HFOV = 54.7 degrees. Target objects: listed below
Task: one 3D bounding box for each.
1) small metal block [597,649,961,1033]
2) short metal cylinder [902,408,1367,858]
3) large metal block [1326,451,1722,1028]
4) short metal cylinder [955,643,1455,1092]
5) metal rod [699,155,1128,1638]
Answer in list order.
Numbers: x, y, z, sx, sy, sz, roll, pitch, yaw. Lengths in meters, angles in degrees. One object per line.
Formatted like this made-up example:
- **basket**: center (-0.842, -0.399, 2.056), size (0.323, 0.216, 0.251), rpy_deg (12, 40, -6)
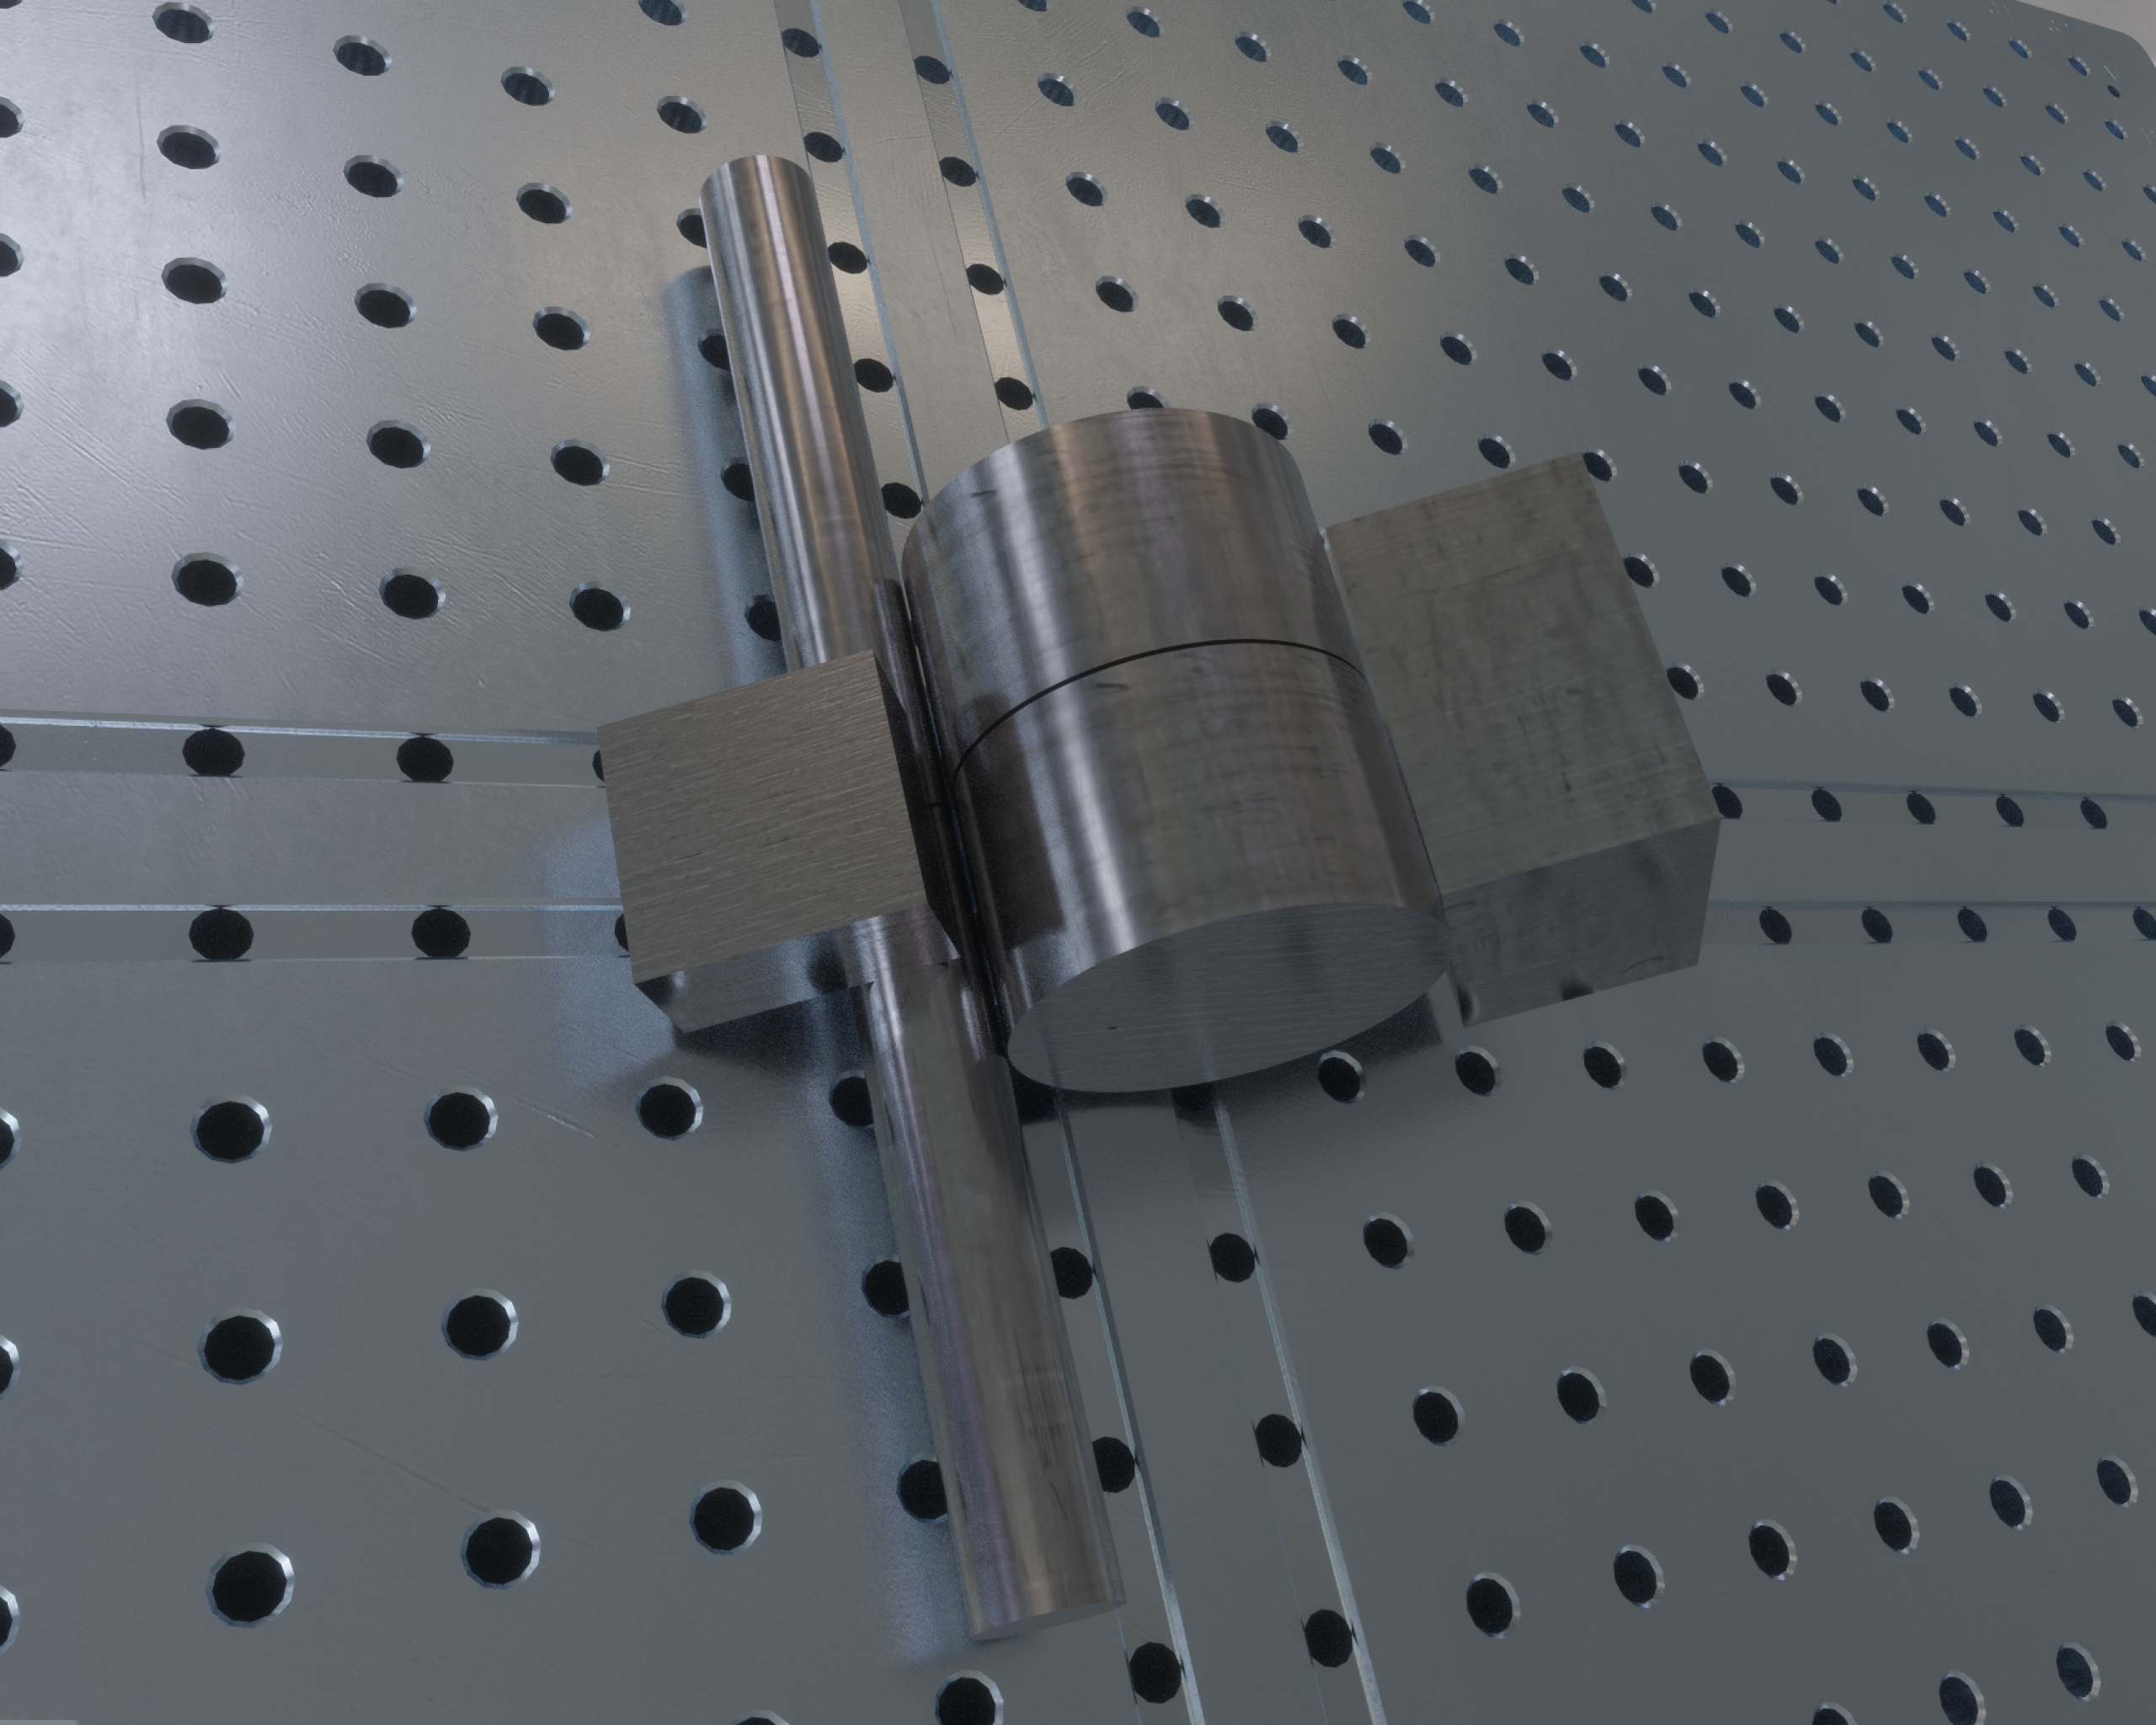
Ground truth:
- **small metal block**: center (-0.052, -0.004, 0.363), size (0.050, 0.025, 0.050), rpy_deg (-16, 64, 3)
- **short metal cylinder**: center (0.011, -0.042, 0.399), size (0.081, 0.080, 0.050), rpy_deg (0, 62, -28)
- **large metal block**: center (0.089, -0.022, 0.420), size (0.050, 0.080, 0.080), rpy_deg (-16, 65, 6)
- **short metal cylinder**: center (0.022, 0.003, 0.377), size (0.081, 0.080, 0.050), rpy_deg (0, 62, -28)
- **metal rod**: center (-0.037, -0.013, 0.390), size (0.025, 0.025, 0.299), rpy_deg (0, 62, -28)
